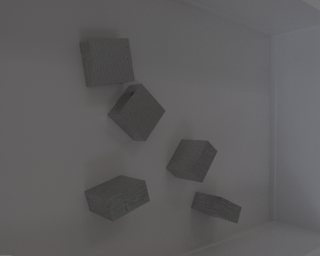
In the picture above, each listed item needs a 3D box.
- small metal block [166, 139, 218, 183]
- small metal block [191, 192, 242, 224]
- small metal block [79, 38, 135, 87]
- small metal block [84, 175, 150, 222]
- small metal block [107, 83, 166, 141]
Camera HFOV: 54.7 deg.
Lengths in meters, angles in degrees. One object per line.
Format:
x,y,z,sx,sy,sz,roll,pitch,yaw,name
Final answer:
0.043,0.044,0.427,0.025,0.050,0.050,45,63,-31,small metal block
0.084,0.118,0.461,0.050,0.050,0.025,31,71,-36,small metal block
-0.060,-0.075,0.356,0.050,0.025,0.050,-13,99,-39,small metal block
-0.048,0.077,0.350,0.050,0.050,0.025,-20,103,-38,small metal block
-0.028,-0.019,0.383,0.050,0.025,0.050,47,62,-30,small metal block
